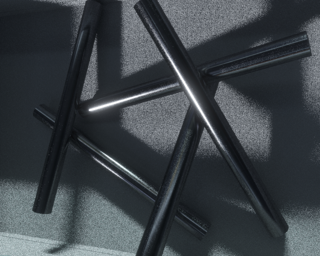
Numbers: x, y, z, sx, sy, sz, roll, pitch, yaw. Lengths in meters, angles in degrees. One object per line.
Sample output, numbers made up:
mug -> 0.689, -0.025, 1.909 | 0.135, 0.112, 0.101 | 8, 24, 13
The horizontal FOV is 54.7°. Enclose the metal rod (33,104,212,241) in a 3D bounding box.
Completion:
metal rod -> -0.063, 0.053, 0.431 | 0.300, 0.025, 0.025 | 33, 101, 16

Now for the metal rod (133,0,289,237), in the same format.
metal rod -> 0.061, -0.007, 0.343 | 0.025, 0.025, 0.299 | -29, 98, 17

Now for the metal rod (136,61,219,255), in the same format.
metal rod -> 0.017, 0.055, 0.339 | 0.025, 0.025, 0.300 | 14, 70, 19

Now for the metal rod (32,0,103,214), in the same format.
metal rod -> -0.127, -0.032, 0.432 | 0.025, 0.025, 0.298 | 12, 86, 19

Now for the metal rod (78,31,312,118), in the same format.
metal rod -> 0.017, -0.054, 0.374 | 0.300, 0.025, 0.025 | -12, 86, 30
